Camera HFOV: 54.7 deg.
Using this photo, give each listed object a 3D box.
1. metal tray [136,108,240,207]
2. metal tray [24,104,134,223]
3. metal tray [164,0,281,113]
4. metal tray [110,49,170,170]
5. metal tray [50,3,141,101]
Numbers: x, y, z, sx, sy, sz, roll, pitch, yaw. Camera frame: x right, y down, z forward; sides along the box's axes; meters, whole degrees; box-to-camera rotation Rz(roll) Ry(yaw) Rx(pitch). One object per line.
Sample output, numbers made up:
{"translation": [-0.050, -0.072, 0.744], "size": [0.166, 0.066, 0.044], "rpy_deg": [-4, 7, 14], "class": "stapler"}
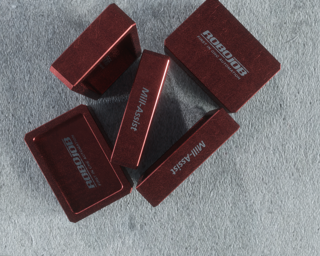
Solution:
{"translation": [0.030, 0.032, 0.379], "size": [0.130, 0.090, 0.030], "rpy_deg": [-43, 90, 0], "class": "metal tray"}
{"translation": [-0.104, 0.045, 0.407], "size": [0.090, 0.030, 0.130], "rpy_deg": [-29, 90, -1], "class": "metal tray"}
{"translation": [0.080, -0.094, 0.410], "size": [0.090, 0.030, 0.130], "rpy_deg": [-44, 91, 0], "class": "metal tray"}
{"translation": [-0.022, -0.021, 0.378], "size": [0.030, 0.090, 0.129], "rpy_deg": [17, 90, 0], "class": "metal tray"}
{"translation": [-0.065, -0.079, 0.358], "size": [0.030, 0.130, 0.090], "rpy_deg": [44, 90, -1], "class": "metal tray"}
